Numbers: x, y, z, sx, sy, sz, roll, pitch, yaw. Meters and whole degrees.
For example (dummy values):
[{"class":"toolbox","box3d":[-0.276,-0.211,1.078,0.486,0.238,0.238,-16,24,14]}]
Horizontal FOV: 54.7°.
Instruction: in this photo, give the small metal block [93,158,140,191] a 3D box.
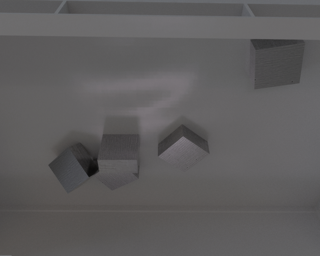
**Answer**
[{"class":"small metal block","box3d":[-0.066,0.062,0.461,0.050,0.025,0.050,-27,126,21]}]

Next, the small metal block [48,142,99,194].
[{"class":"small metal block","box3d":[-0.122,0.057,0.440,0.050,0.025,0.050,-38,85,27]}]

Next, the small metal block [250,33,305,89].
[{"class":"small metal block","box3d":[0.129,-0.074,0.347,0.050,0.025,0.050,-8,130,6]}]

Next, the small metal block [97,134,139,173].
[{"class":"small metal block","box3d":[-0.055,0.034,0.421,0.050,0.050,0.025,0,130,0]}]

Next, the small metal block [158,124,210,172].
[{"class":"small metal block","box3d":[0.033,0.029,0.434,0.050,0.025,0.050,34,122,-25]}]
